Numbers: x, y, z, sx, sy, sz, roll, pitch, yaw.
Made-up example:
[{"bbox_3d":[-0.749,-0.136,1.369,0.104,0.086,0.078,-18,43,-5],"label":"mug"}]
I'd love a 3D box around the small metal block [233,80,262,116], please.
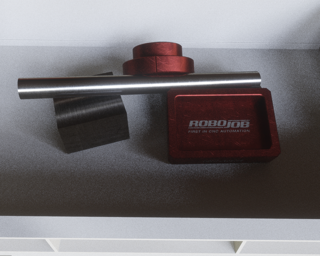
[{"bbox_3d":[0.118,-0.045,0.442,0.050,0.025,0.050,-9,51,-8],"label":"small metal block"}]

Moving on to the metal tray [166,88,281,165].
[{"bbox_3d":[0.074,-0.003,0.385,0.131,0.030,0.090,-1,69,-2],"label":"metal tray"}]

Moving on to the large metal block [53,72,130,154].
[{"bbox_3d":[-0.090,-0.022,0.403,0.081,0.050,0.080,-14,52,-12],"label":"large metal block"}]

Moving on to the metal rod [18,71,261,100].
[{"bbox_3d":[-0.014,-0.056,0.391,0.302,0.025,0.025,-4,50,-13],"label":"metal rod"}]

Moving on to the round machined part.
[{"bbox_3d":[-0.003,-0.090,0.429,0.099,0.098,0.042,-3,91,-3],"label":"round machined part"}]
